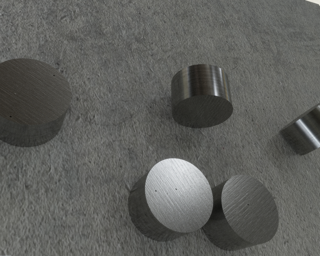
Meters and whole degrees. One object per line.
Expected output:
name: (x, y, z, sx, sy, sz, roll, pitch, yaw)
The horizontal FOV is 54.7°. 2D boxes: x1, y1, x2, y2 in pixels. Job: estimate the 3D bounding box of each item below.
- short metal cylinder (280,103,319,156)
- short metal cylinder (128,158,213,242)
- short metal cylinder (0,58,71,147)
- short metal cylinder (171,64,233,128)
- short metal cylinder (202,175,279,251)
short metal cylinder: (0.244, 0.001, 0.499, 0.081, 0.080, 0.050, -28, 78, -37)
short metal cylinder: (0.011, 0.080, 0.345, 0.081, 0.050, 0.080, 14, 56, -21)
short metal cylinder: (-0.140, -0.026, 0.328, 0.081, 0.050, 0.080, 14, 56, -21)
short metal cylinder: (0.056, -0.041, 0.424, 0.081, 0.080, 0.050, 13, 57, -21)
short metal cylinder: (0.094, 0.103, 0.375, 0.081, 0.050, 0.080, 14, 56, -21)
